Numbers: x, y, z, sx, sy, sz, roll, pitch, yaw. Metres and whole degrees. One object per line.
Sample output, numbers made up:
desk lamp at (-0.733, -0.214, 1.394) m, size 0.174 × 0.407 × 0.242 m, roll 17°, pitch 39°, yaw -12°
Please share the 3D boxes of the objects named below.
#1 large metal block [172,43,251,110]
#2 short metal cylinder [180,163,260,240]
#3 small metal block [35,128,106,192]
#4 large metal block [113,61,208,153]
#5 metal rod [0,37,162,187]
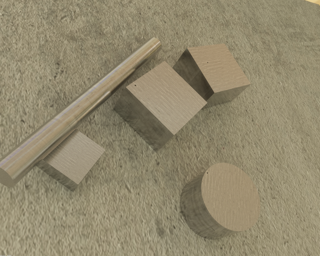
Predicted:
large metal block at (0.078, -0.080, 0.479) m, size 0.081 × 0.050 × 0.080 m, roll -17°, pitch 71°, yaw -35°
short metal cylinder at (0.071, 0.088, 0.372) m, size 0.081 × 0.050 × 0.080 m, roll 14°, pitch 56°, yaw -21°
small metal block at (-0.096, 0.031, 0.333) m, size 0.050 × 0.025 × 0.050 m, roll 37°, pitch 51°, yaw -4°
large metal block at (0.001, -0.029, 0.406) m, size 0.080 × 0.050 × 0.080 m, roll 45°, pitch 51°, yaw 3°
metal rod at (-0.071, -0.043, 0.369) m, size 0.025 × 0.025 × 0.301 m, roll 39°, pitch 44°, yaw -2°
